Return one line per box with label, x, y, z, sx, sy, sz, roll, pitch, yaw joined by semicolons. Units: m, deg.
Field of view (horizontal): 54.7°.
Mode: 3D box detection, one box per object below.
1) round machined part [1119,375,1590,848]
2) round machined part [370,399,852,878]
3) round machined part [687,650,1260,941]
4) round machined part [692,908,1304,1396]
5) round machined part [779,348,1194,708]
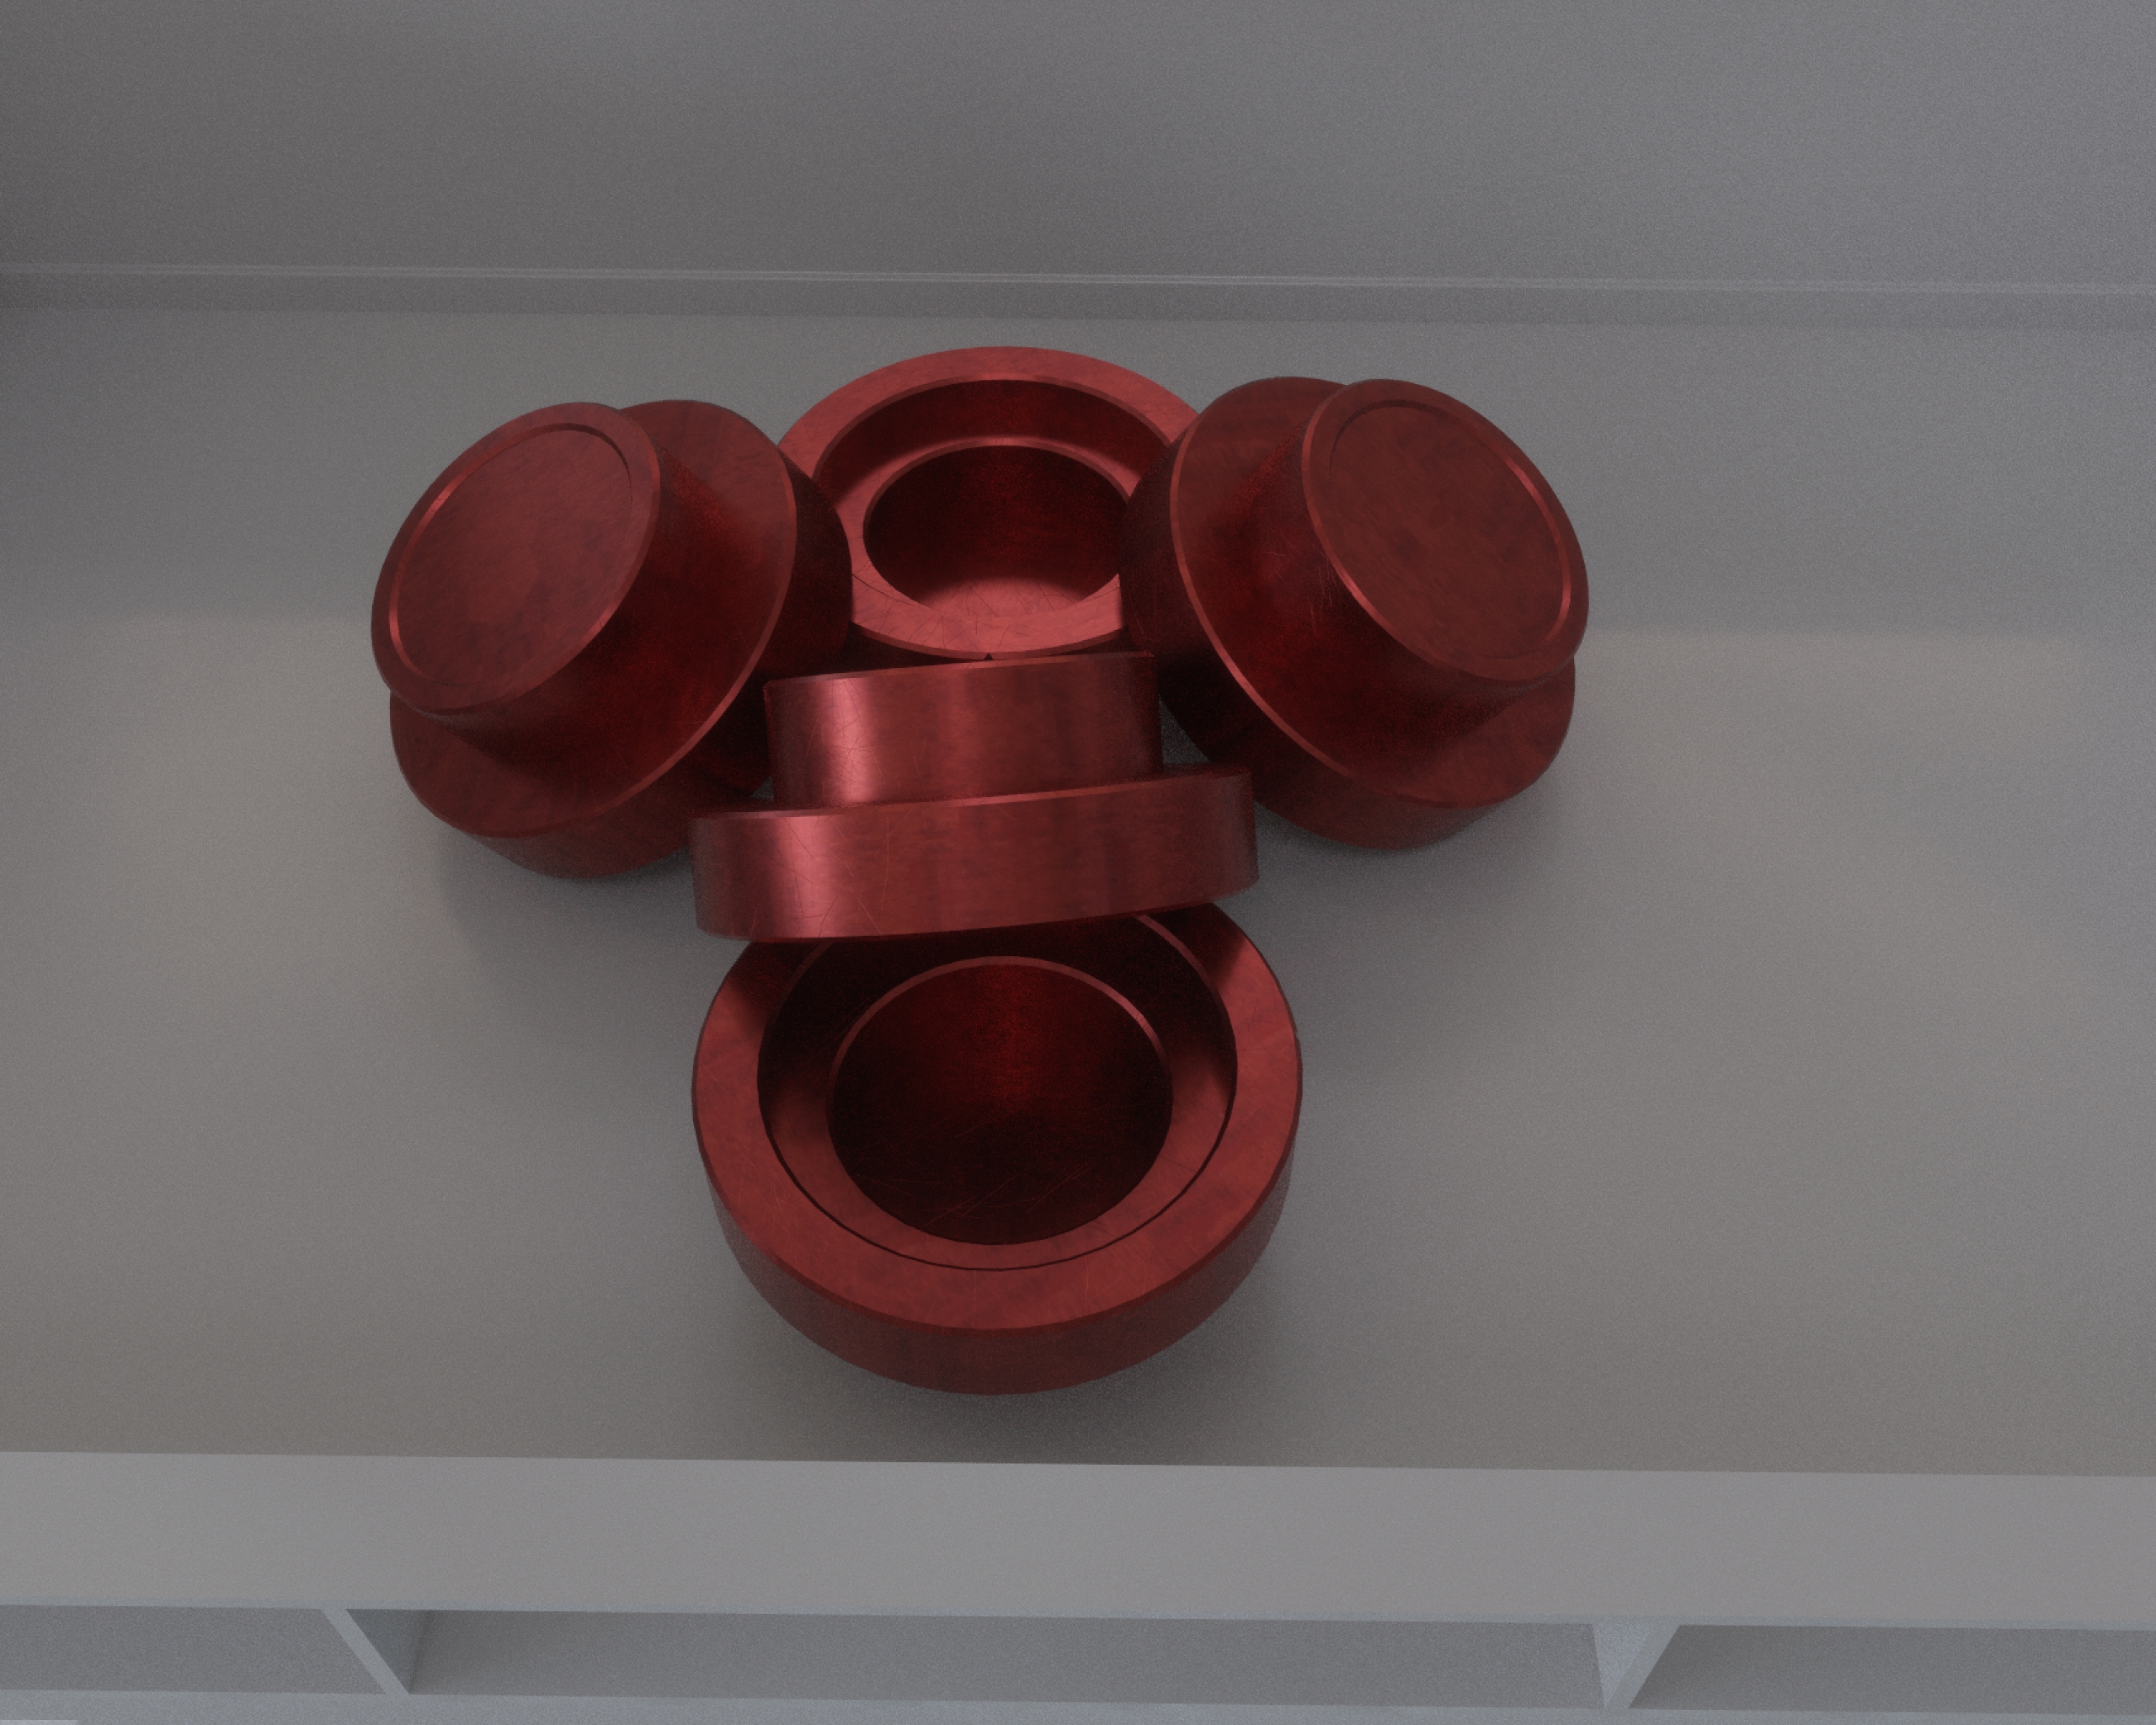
round machined part;0.061;-0.055;0.409;0.099;0.042;0.098;15;58;-26
round machined part;-0.097;-0.050;0.405;0.098;0.042;0.098;-13;60;24
round machined part;-0.019;-0.014;0.366;0.099;0.098;0.042;-5;95;-4
round machined part;-0.013;0.045;0.353;0.099;0.042;0.098;0;50;0
round machined part;-0.016;-0.063;0.443;0.099;0.042;0.098;0;50;0
